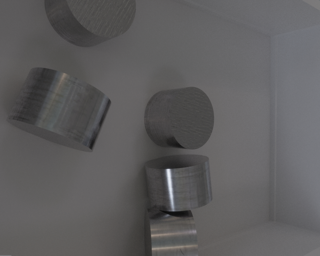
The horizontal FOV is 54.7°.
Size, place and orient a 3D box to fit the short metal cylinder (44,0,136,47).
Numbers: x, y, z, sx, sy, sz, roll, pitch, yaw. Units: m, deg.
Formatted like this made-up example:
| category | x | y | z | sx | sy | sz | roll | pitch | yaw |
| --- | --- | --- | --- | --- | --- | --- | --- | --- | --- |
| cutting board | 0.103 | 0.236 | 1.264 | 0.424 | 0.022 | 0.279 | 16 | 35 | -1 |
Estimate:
| category | x | y | z | sx | sy | sz | roll | pitch | yaw |
| --- | --- | --- | --- | --- | --- | --- | --- | --- | --- |
| short metal cylinder | -0.073 | -0.131 | 0.329 | 0.081 | 0.050 | 0.080 | 0 | 90 | -40 |

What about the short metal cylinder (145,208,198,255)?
| category | x | y | z | sx | sy | sz | roll | pitch | yaw |
| --- | --- | --- | --- | --- | --- | --- | --- | --- | --- |
| short metal cylinder | 0.010 | 0.136 | 0.370 | 0.050 | 0.080 | 0.079 | -1 | 91 | -9 |

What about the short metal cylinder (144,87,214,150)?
| category | x | y | z | sx | sy | sz | roll | pitch | yaw |
| --- | --- | --- | --- | --- | --- | --- | --- | --- | --- |
| short metal cylinder | 0.026 | -0.013 | 0.412 | 0.081 | 0.050 | 0.080 | 0 | 90 | -40 |

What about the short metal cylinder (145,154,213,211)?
| category | x | y | z | sx | sy | sz | roll | pitch | yaw |
| --- | --- | --- | --- | --- | --- | --- | --- | --- | --- |
| short metal cylinder | 0.024 | 0.066 | 0.391 | 0.081 | 0.080 | 0.050 | -11 | 97 | -40 |

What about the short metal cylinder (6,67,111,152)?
| category | x | y | z | sx | sy | sz | roll | pitch | yaw |
| --- | --- | --- | --- | --- | --- | --- | --- | --- | --- |
| short metal cylinder | -0.093 | -0.015 | 0.293 | 0.080 | 0.080 | 0.050 | 29 | 72 | -36 |
